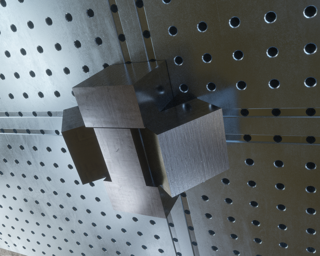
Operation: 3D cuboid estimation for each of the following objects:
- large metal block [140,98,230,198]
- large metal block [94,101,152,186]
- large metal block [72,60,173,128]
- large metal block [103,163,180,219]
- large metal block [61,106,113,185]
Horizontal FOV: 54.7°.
[{"bbox_3d":[0.029,0.020,0.361,0.050,0.081,0.079,33,141,57],"label":"large metal block"},{"bbox_3d":[-0.030,0.016,0.399,0.050,0.080,0.079,1,119,27],"label":"large metal block"},{"bbox_3d":[-0.041,-0.041,0.369,0.080,0.080,0.050,1,119,27],"label":"large metal block"},{"bbox_3d":[-0.017,0.072,0.426,0.080,0.080,0.050,1,119,27],"label":"large metal block"},{"bbox_3d":[-0.096,0.017,0.426,0.050,0.080,0.080,-17,116,-8],"label":"large metal block"}]
